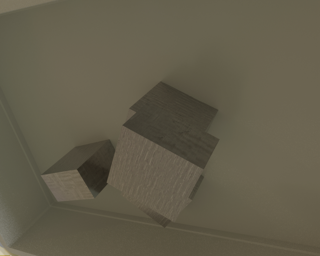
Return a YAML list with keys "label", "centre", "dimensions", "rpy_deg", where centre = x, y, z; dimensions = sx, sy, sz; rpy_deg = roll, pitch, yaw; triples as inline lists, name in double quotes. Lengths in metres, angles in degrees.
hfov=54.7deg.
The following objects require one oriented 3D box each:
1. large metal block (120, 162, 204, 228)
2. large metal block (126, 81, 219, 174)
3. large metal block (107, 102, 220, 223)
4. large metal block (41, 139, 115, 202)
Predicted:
- label: "large metal block"
  centre: [0.002, 0.083, 0.443]
  dimensions: [0.080, 0.050, 0.080]
  rpy_deg: [36, 129, 4]
- label: "large metal block"
  centre: [0.012, -0.003, 0.365]
  dimensions: [0.080, 0.080, 0.050]
  rpy_deg: [28, 128, 10]
- label: "large metal block"
  centre: [0.001, 0.034, 0.309]
  dimensions: [0.080, 0.050, 0.079]
  rpy_deg: [28, 128, 10]
- label: "large metal block"
  centre: [-0.117, 0.065, 0.475]
  dimensions: [0.080, 0.080, 0.050]
  rpy_deg: [-13, 112, 33]
